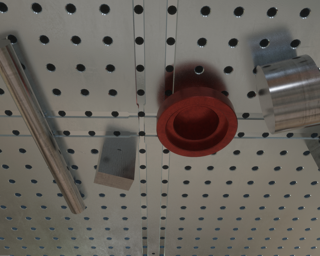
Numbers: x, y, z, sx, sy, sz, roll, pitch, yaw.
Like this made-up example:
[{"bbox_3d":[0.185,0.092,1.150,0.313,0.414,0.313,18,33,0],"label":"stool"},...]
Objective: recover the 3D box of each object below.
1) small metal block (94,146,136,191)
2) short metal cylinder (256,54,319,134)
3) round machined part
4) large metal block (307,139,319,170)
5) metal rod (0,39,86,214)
[{"bbox_3d":[-0.063,0.057,0.443,0.050,0.050,0.025,16,128,-14],"label":"small metal block"},{"bbox_3d":[0.143,-0.037,0.347,0.050,0.080,0.080,-12,129,10],"label":"short metal cylinder"},{"bbox_3d":[0.045,-0.012,0.391,0.099,0.042,0.097,-1,130,0],"label":"round machined part"},{"bbox_3d":[0.273,0.038,0.432,0.080,0.050,0.080,29,124,-23],"label":"large metal block"},{"bbox_3d":[-0.156,0.023,0.428,0.025,0.025,0.298,-5,130,4],"label":"metal rod"}]
